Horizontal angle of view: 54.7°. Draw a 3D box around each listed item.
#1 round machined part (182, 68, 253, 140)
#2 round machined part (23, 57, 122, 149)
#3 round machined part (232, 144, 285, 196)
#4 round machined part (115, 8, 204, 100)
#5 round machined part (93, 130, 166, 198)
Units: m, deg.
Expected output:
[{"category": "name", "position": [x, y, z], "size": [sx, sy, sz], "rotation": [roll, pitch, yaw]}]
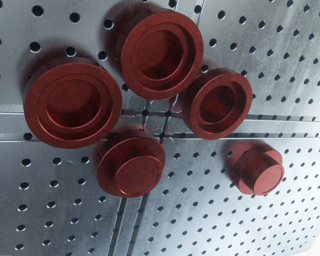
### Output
[{"category": "round machined part", "position": [0.072, -0.036, 0.420], "size": [0.099, 0.042, 0.097], "rotation": [-14, 125, -21]}, {"category": "round machined part", "position": [-0.094, -0.029, 0.332], "size": [0.099, 0.042, 0.097], "rotation": [-14, 125, -21]}, {"category": "round machined part", "position": [0.181, 0.081, 0.553], "size": [0.099, 0.042, 0.097], "rotation": [-14, 125, -21]}, {"category": "round machined part", "position": [-0.004, -0.084, 0.348], "size": [0.099, 0.042, 0.097], "rotation": [-14, 124, -21]}, {"category": "round machined part", "position": [-0.036, 0.055, 0.416], "size": [0.099, 0.042, 0.097], "rotation": [-14, 124, -21]}]
